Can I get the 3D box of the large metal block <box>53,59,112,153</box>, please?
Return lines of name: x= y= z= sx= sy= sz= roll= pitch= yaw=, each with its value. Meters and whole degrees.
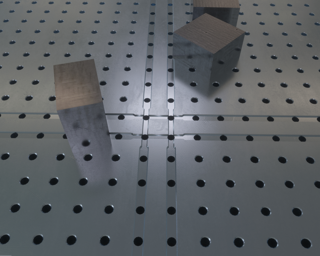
large metal block: x=-0.098 y=-0.028 z=0.395 sx=0.050 sy=0.080 sz=0.080 roll=-12 pitch=51 yaw=-9

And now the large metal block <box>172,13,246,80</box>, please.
large metal block: x=0.078 y=-0.135 z=0.505 sx=0.080 sy=0.050 sz=0.080 roll=37 pitch=59 yaw=27

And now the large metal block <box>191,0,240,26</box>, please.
large metal block: x=0.100 y=-0.223 z=0.580 sx=0.080 sy=0.050 sz=0.080 roll=2 pitch=50 yaw=1
